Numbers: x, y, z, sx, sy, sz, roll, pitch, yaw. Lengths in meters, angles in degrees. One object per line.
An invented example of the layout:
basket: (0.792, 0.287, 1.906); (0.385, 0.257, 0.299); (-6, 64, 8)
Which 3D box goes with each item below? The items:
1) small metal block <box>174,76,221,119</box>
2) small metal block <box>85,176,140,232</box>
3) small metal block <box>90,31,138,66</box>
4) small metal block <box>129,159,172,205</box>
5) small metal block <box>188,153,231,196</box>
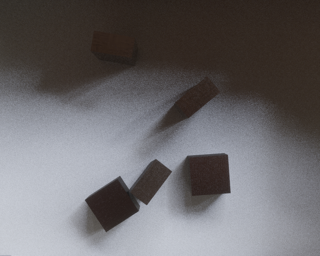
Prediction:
small metal block: (0.046, -0.037, 0.399); (0.050, 0.050, 0.025); (-39, 90, 0)
small metal block: (-0.062, 0.100, 0.411); (0.050, 0.025, 0.050); (-33, 90, 0)
small metal block: (-0.057, -0.101, 0.398); (0.050, 0.050, 0.025); (10, 90, 0)
small metal block: (-0.014, 0.068, 0.394); (0.025, 0.050, 0.050); (39, 77, -1)
small metal block: (0.065, 0.061, 0.412); (0.050, 0.025, 0.050); (-4, 90, 0)
